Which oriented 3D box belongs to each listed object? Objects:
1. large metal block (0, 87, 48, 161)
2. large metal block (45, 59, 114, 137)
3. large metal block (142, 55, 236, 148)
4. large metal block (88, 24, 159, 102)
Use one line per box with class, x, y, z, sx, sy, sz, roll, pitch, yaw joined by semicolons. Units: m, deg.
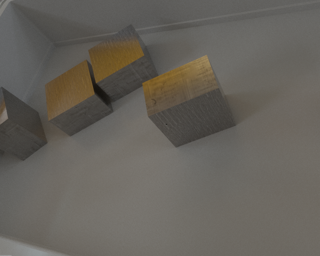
large metal block;-0.236;-0.006;0.495;0.050;0.080;0.080;-37;51;4
large metal block;-0.127;-0.047;0.483;0.080;0.050;0.080;-29;52;10
large metal block;0.036;-0.028;0.368;0.080;0.080;0.050;-22;54;15
large metal block;-0.058;-0.101;0.480;0.080;0.050;0.080;-28;52;10
